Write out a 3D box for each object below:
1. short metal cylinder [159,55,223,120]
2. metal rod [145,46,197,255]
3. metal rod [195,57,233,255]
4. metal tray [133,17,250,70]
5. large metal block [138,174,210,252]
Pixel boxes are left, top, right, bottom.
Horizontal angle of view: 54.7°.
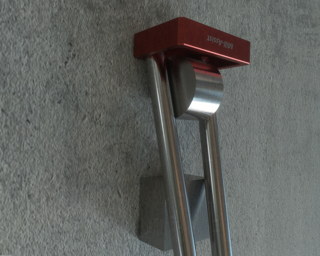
[{"bbox_3d":[0.034,-0.050,0.402,0.050,0.080,0.079,3,89,-41],"label":"short metal cylinder"},{"bbox_3d":[0.014,0.043,0.360,0.025,0.025,0.299,3,73,-40],"label":"metal rod"},{"bbox_3d":[0.069,0.046,0.405,0.025,0.025,0.299,11,68,-40],"label":"metal rod"},{"bbox_3d":[0.043,-0.102,0.401,0.131,0.090,0.030,3,89,-40],"label":"metal tray"},{"bbox_3d":[0.020,0.106,0.407,0.081,0.050,0.079,2,89,-40],"label":"large metal block"}]
